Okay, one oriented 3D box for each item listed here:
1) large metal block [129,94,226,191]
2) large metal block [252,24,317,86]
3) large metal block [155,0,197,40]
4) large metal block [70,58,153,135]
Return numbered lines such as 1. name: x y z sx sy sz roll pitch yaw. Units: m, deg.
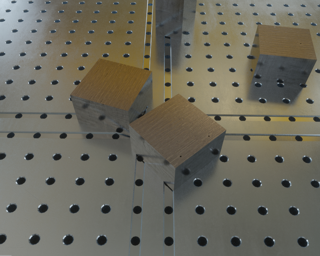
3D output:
1. large metal block: 0.020 0.015 0.379 0.080 0.050 0.080 -34 58 -25
2. large metal block: 0.192 -0.117 0.493 0.080 0.050 0.080 8 50 6
3. large metal block: 0.031 -0.220 0.557 0.050 0.080 0.080 17 52 14
4. large metal block: -0.063 -0.044 0.428 0.080 0.050 0.080 16 52 12
